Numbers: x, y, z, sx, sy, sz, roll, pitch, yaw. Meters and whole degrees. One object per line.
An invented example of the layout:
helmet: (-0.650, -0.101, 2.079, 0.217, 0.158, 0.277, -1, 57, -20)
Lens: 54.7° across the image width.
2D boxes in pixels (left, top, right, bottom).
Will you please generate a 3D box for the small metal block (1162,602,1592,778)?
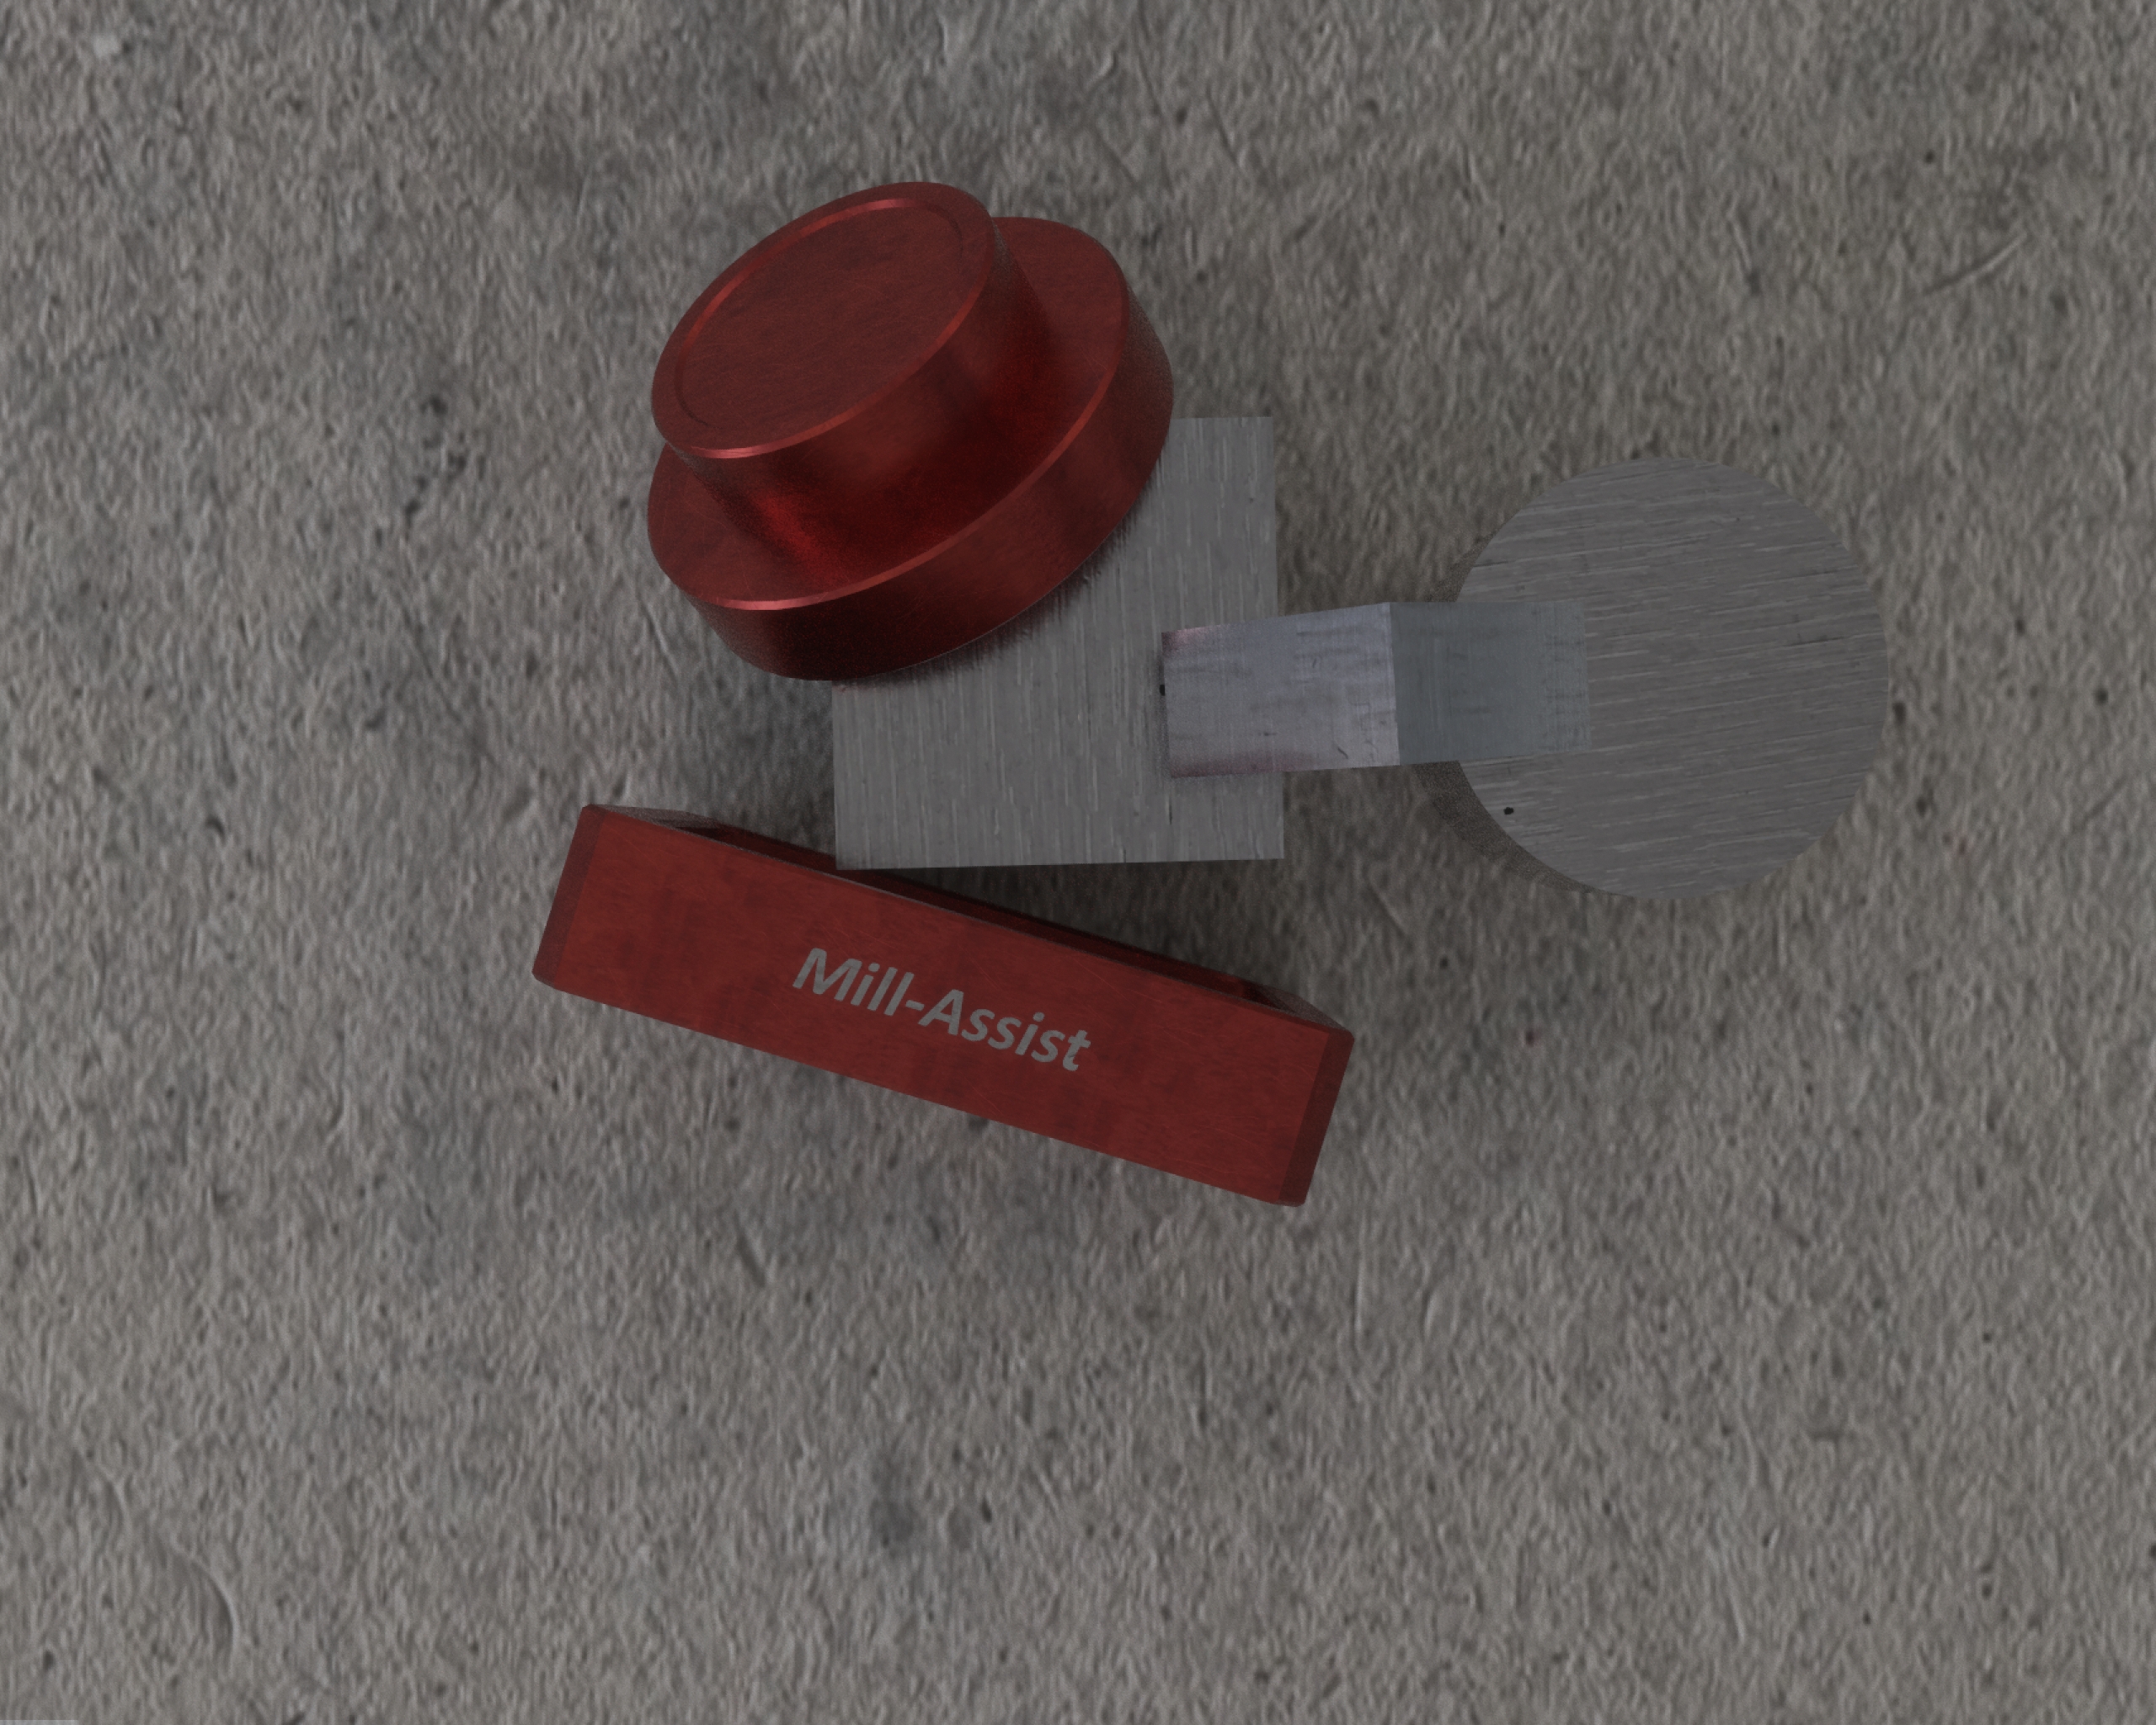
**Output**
small metal block: (0.051, -0.029, 0.353, 0.050, 0.050, 0.025, -6, 94, -41)

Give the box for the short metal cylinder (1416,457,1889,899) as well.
short metal cylinder: (0.106, -0.033, 0.400, 0.081, 0.050, 0.080, 0, 90, 0)

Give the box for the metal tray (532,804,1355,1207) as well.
metal tray: (-0.022, 0.023, 0.378, 0.131, 0.090, 0.030, 17, 90, 0)

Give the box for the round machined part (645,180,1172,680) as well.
round machined part: (-0.036, -0.083, 0.374, 0.098, 0.098, 0.042, -36, 134, 0)

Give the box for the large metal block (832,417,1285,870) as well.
large metal block: (-0.004, -0.040, 0.400, 0.081, 0.050, 0.080, -1, 90, 0)
